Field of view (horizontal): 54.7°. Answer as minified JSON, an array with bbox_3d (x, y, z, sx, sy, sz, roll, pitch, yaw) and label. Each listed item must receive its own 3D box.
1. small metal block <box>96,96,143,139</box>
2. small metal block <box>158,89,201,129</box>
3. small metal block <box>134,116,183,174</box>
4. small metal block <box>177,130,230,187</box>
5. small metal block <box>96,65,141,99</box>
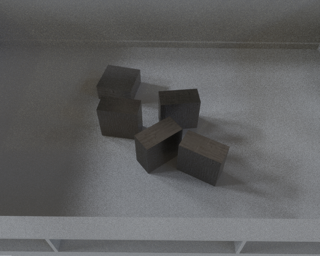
[{"bbox_3d":[-0.050,-0.012,0.399,0.050,0.050,0.025,7,51,5],"label":"small metal block"},{"bbox_3d":[0.024,-0.024,0.409,0.050,0.050,0.025,-5,50,-4],"label":"small metal block"},{"bbox_3d":[-0.001,0.021,0.372,0.050,0.050,0.025,-30,56,-23],"label":"small metal block"},{"bbox_3d":[0.049,0.036,0.360,0.050,0.050,0.025,23,54,17],"label":"small metal block"},{"bbox_3d":[-0.060,-0.065,0.459,0.050,0.025,0.050,10,51,8],"label":"small metal block"}]
